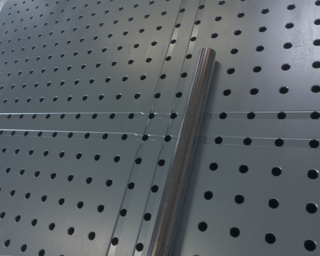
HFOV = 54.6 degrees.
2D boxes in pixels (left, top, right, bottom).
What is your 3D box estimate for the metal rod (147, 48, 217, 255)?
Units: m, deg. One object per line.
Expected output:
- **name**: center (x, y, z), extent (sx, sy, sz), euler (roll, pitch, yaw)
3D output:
- **metal rod**: center (0.030, 0.027, 0.376), extent (0.025, 0.025, 0.300), euler (2, 62, 29)
